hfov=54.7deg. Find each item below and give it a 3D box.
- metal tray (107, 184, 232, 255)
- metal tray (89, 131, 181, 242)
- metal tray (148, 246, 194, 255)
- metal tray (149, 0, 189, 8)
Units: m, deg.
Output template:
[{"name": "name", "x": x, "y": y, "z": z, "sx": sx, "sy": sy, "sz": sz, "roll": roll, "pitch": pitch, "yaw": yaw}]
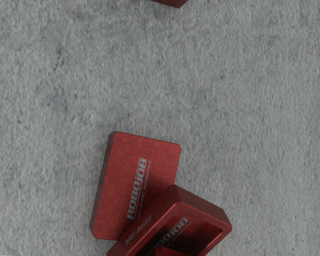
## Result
[{"name": "metal tray", "x": 0.010, "y": 0.136, "z": 0.369, "sx": 0.090, "sy": 0.030, "sz": 0.130, "roll": 32, "pitch": 108, "yaw": -27}, {"name": "metal tray", "x": -0.031, "y": 0.076, "z": 0.396, "sx": 0.091, "sy": 0.030, "sz": 0.129, "roll": 13, "pitch": 86, "yaw": -20}, {"name": "metal tray", "x": -0.001, "y": 0.204, "z": 0.370, "sx": 0.090, "sy": 0.030, "sz": 0.129, "roll": 28, "pitch": 110, "yaw": -26}, {"name": "metal tray", "x": 0.001, "y": -0.235, "z": 0.407, "sx": 0.091, "sy": 0.030, "sz": 0.129, "roll": 8, "pitch": 87, "yaw": -20}]
